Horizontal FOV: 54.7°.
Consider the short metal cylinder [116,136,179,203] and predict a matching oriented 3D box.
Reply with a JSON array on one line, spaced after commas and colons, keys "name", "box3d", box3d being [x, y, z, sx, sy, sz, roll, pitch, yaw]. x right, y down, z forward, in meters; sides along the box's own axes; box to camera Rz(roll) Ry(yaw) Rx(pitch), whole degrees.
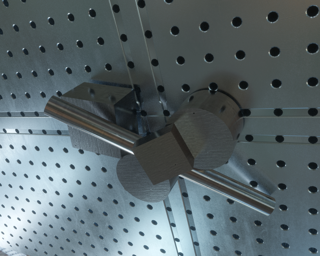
[{"name": "short metal cylinder", "box3d": [-0.013, 0.056, 0.432, 0.080, 0.050, 0.079, 13, 124, 21]}]

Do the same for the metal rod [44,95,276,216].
[{"name": "metal rod", "box3d": [0.005, 0.037, 0.381, 0.301, 0.025, 0.025, 25, 129, -6]}]

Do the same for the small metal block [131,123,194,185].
[{"name": "small metal block", "box3d": [0.004, 0.030, 0.349, 0.050, 0.025, 0.050, -25, 105, 18]}]

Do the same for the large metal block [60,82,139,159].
[{"name": "large metal block", "box3d": [-0.079, -0.012, 0.422, 0.080, 0.050, 0.079, 10, 123, 22]}]

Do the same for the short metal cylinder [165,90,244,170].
[{"name": "short metal cylinder", "box3d": [0.052, 0.002, 0.364, 0.080, 0.050, 0.079, 13, 124, 21]}]
